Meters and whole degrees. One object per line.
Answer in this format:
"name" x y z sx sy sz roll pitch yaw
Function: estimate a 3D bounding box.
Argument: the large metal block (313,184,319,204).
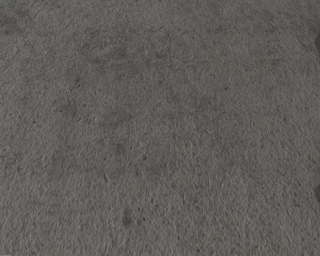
"large metal block" 0.223 0.084 0.318 0.081 0.050 0.080 -5 50 -5

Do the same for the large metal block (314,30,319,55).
"large metal block" 0.297 -0.145 0.491 0.050 0.080 0.080 1 50 1
